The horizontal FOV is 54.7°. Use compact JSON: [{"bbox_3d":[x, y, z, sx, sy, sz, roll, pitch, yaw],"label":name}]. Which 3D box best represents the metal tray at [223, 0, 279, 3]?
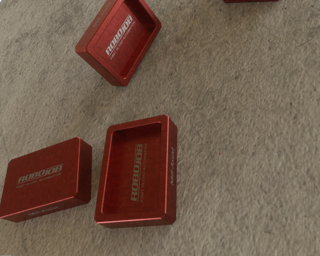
[{"bbox_3d":[0.155,-0.250,0.472,0.090,0.030,0.130,13,68,33],"label":"metal tray"}]

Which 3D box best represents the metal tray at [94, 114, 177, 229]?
[{"bbox_3d":[-0.027,0.052,0.381,0.090,0.030,0.130,-11,57,22],"label":"metal tray"}]

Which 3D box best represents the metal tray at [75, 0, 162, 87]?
[{"bbox_3d":[-0.059,-0.140,0.474,0.030,0.090,0.130,11,67,43],"label":"metal tray"}]

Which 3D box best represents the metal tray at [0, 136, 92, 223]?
[{"bbox_3d":[-0.160,0.074,0.437,0.130,0.030,0.090,-18,55,17],"label":"metal tray"}]
